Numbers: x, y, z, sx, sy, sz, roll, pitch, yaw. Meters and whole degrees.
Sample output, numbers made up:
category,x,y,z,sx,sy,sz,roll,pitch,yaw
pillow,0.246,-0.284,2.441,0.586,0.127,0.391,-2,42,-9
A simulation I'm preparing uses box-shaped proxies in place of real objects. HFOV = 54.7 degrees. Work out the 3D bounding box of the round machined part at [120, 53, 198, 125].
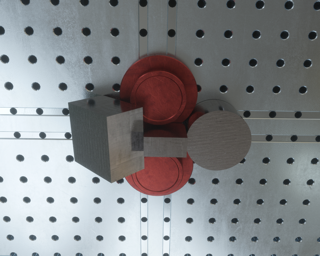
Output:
category,x,y,z,sx,sy,sz,roll,pitch,yaw
round machined part,-0.002,-0.042,0.389,0.099,0.042,0.097,0,110,0

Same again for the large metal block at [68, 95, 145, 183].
category,x,y,z,sx,sy,sz,roll,pitch,yaw
large metal block,-0.066,0.010,0.381,0.050,0.080,0.079,-19,118,-41

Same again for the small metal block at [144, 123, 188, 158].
category,x,y,z,sx,sy,sz,roll,pitch,yaw
small metal block,0.006,0.014,0.381,0.050,0.050,0.025,1,110,-1

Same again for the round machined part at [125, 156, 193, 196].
category,x,y,z,sx,sy,sz,roll,pitch,yaw
round machined part,-0.003,0.052,0.423,0.099,0.042,0.097,0,110,0

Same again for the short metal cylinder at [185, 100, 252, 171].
category,x,y,z,sx,sy,sz,roll,pitch,yaw
short metal cylinder,0.072,0.008,0.402,0.081,0.050,0.079,0,110,0
